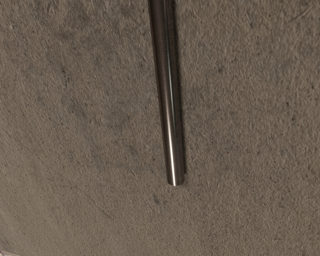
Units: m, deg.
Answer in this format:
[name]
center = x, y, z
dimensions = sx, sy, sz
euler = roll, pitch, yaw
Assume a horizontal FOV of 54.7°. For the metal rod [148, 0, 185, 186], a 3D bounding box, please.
[metal rod]
center = 0.008, -0.056, 0.366
dimensions = 0.025, 0.025, 0.298
euler = 8, 122, 24
